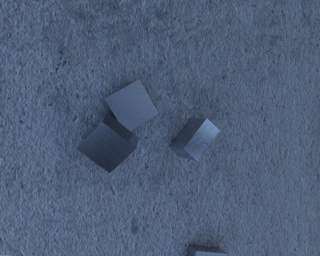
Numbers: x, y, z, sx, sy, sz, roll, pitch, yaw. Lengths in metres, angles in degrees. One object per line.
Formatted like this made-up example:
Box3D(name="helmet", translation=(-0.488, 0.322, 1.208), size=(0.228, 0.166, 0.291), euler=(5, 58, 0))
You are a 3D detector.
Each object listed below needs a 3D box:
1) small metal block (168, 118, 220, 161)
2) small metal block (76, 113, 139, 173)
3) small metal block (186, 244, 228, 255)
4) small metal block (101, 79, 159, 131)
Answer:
Box3D(name="small metal block", translation=(0.044, 0.014, 0.412), size=(0.025, 0.050, 0.050), euler=(42, 77, -15))
Box3D(name="small metal block", translation=(-0.062, 0.019, 0.373), size=(0.050, 0.025, 0.050), euler=(40, 113, -16))
Box3D(name="small metal block", translation=(0.062, 0.194, 0.432), size=(0.050, 0.025, 0.050), euler=(13, 86, -20))
Box3D(name="small metal block", translation=(-0.038, -0.027, 0.395), size=(0.050, 0.025, 0.050), euler=(-33, 101, -17))
